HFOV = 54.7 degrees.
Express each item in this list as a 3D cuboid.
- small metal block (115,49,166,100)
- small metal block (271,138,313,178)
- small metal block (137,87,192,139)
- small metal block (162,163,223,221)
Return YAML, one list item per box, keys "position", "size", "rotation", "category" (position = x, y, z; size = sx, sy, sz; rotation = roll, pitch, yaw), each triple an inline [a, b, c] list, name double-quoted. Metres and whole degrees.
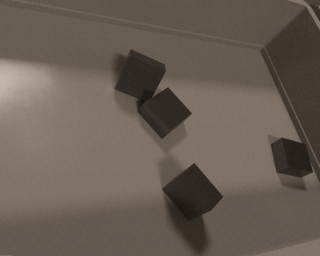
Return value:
- position: [-0.026, -0.070, 0.415]
  size: [0.050, 0.050, 0.025]
  rotation: [21, 30, -16]
  category: "small metal block"
- position: [0.209, 0.048, 0.492]
  size: [0.050, 0.025, 0.050]
  rotation: [14, 56, -21]
  category: "small metal block"
- position: [0.007, -0.021, 0.424]
  size: [0.050, 0.025, 0.050]
  rotation: [49, 51, 5]
  category: "small metal block"
- position: [0.037, 0.076, 0.365]
  size: [0.050, 0.050, 0.025]
  rotation: [50, 51, 6]
  category: "small metal block"
